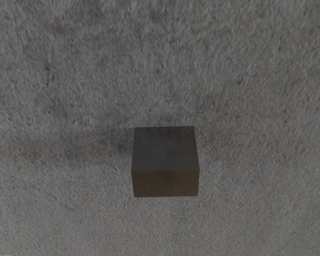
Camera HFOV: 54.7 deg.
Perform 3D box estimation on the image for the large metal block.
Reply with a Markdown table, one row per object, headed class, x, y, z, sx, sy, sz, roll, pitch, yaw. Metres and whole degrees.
| class | x | y | z | sx | sy | sz | roll | pitch | yaw |
| --- | --- | --- | --- | --- | --- | --- | --- | --- | --- |
| large metal block | 0.007 | 0.043 | 0.408 | 0.081 | 0.080 | 0.050 | -1 | 130 | 0 |
